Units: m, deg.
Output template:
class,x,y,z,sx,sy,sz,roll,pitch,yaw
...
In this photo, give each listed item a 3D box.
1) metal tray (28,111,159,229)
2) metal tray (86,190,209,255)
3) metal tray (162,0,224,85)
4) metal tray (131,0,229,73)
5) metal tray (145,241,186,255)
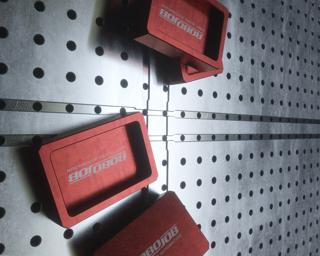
class,x,y,z,sx,sy,sz,roll,pitch,yaw
metal tray,-0.068,0.041,0.350,0.131,0.030,0.089,-22,104,-38
metal tray,-0.010,0.149,0.376,0.131,0.030,0.090,-32,86,-35
metal tray,0.042,-0.134,0.442,0.091,0.030,0.129,-21,104,-38
metal tray,0.031,-0.134,0.393,0.131,0.030,0.090,16,80,-39
metal tray,0.018,0.219,0.424,0.091,0.030,0.129,-5,93,-40
